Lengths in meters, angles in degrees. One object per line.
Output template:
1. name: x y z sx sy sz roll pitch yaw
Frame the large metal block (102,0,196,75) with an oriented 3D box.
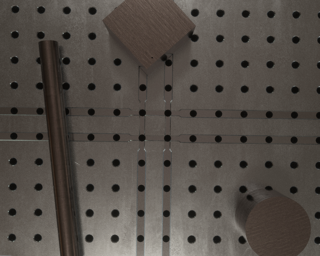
1. large metal block: -0.013 -0.128 0.401 0.080 0.050 0.080 -42 91 0

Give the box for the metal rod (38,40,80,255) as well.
1. metal rod: -0.133 0.035 0.411 0.025 0.025 0.298 -6 90 -1

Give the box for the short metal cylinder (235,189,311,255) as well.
1. short metal cylinder: 0.144 0.123 0.403 0.081 0.050 0.079 0 90 -1
